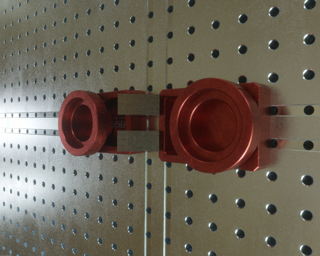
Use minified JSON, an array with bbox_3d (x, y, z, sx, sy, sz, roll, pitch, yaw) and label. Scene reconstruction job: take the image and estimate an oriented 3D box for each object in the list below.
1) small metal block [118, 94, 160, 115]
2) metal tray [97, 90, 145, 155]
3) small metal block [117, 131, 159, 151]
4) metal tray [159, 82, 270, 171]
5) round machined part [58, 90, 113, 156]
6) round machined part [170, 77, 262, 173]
[{"bbox_3d":[-0.028,-0.029,0.398,0.050,0.050,0.025,-172,82,-84],"label":"small metal block"},{"bbox_3d":[-0.081,-0.008,0.474,0.130,0.030,0.089,-1,92,40],"label":"metal tray"},{"bbox_3d":[-0.028,0.015,0.397,0.050,0.050,0.025,-172,82,-84],"label":"small metal block"},{"bbox_3d":[0.058,-0.002,0.359,0.130,0.030,0.089,1,91,40],"label":"metal tray"},{"bbox_3d":[-0.110,-0.007,0.473,0.098,0.042,0.097,0,90,40],"label":"round machined part"},{"bbox_3d":[0.061,-0.003,0.331,0.098,0.042,0.097,0,90,40],"label":"round machined part"}]
